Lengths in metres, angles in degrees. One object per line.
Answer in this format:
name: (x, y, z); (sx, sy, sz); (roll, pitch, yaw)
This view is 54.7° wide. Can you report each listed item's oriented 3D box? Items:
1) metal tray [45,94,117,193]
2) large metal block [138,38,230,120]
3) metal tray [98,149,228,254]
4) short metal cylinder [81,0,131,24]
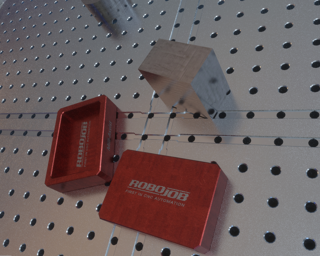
metal tray: (-0.112, 0.021, 0.450); (0.090, 0.030, 0.130); (-15, 56, 19)
large metal block: (0.033, -0.062, 0.394); (0.080, 0.080, 0.050); (22, 74, 36)
metal tray: (0.002, 0.079, 0.356); (0.130, 0.030, 0.090); (6, 65, 31)
short metal cylinder: (-0.105, -0.250, 0.601); (0.080, 0.050, 0.080); (-13, 56, 21)
